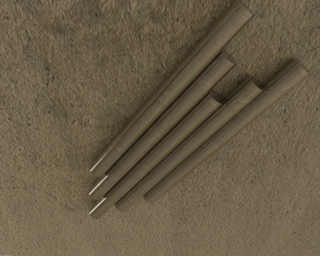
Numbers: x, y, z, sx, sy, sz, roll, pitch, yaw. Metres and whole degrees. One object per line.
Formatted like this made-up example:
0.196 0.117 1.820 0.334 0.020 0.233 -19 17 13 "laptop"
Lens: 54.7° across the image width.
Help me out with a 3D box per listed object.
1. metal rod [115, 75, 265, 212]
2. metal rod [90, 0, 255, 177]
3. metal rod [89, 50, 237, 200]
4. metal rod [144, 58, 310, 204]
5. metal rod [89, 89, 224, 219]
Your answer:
0.025 0.038 0.441 0.025 0.025 0.299 29 124 -23 "metal rod"
-0.004 -0.029 0.384 0.025 0.025 0.299 29 124 -23 "metal rod"
-0.013 0.013 0.419 0.025 0.025 0.299 29 124 -23 "metal rod"
0.072 0.021 0.427 0.025 0.025 0.299 29 124 -23 "metal rod"
-0.021 0.053 0.454 0.025 0.025 0.299 29 124 -23 "metal rod"
